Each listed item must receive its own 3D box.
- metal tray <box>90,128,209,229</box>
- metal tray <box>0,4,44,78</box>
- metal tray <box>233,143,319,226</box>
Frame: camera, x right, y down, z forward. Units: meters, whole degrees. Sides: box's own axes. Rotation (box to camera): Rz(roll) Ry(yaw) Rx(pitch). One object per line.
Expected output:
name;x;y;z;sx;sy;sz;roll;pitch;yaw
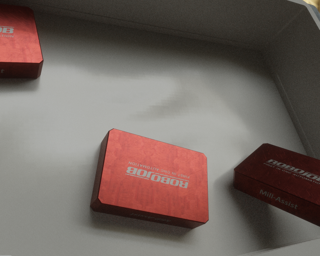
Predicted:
metal tray;-0.007;0.061;0.363;0.131;0.030;0.090;16;55;-19
metal tray;-0.209;-0.102;0.352;0.131;0.030;0.090;-5;64;-31
metal tray;0.175;0.069;0.407;0.130;0.030;0.091;21;37;39
